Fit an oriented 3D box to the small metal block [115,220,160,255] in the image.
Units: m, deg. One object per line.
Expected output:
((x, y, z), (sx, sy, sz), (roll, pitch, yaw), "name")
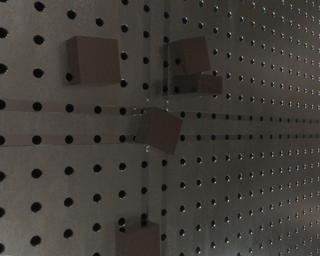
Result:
((-0.027, 0.149, 0.389), (0.050, 0.025, 0.050), (-2, 92, -40), "small metal block")

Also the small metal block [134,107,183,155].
((-0.001, 0.005, 0.410), (0.050, 0.025, 0.050), (25, 74, -37), "small metal block")

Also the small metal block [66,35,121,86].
((-0.074, -0.074, 0.348), (0.050, 0.025, 0.050), (-7, 95, -40), "small metal block")

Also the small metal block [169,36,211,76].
((0.044, -0.103, 0.448), (0.050, 0.025, 0.050), (-21, 104, -38), "small metal block")

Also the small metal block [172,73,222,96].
((0.052, -0.060, 0.439), (0.050, 0.050, 0.025), (-1, 91, -40), "small metal block")
